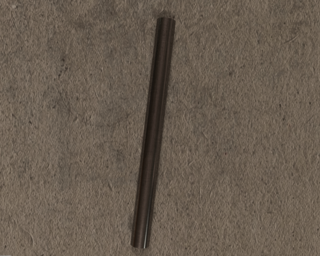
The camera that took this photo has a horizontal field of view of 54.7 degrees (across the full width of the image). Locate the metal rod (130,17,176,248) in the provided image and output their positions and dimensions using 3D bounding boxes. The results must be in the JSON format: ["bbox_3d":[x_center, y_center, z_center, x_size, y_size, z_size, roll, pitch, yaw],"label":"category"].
[{"bbox_3d":[-0.009,0.006,0.409,0.025,0.025,0.298,7,90,-1],"label":"metal rod"}]
